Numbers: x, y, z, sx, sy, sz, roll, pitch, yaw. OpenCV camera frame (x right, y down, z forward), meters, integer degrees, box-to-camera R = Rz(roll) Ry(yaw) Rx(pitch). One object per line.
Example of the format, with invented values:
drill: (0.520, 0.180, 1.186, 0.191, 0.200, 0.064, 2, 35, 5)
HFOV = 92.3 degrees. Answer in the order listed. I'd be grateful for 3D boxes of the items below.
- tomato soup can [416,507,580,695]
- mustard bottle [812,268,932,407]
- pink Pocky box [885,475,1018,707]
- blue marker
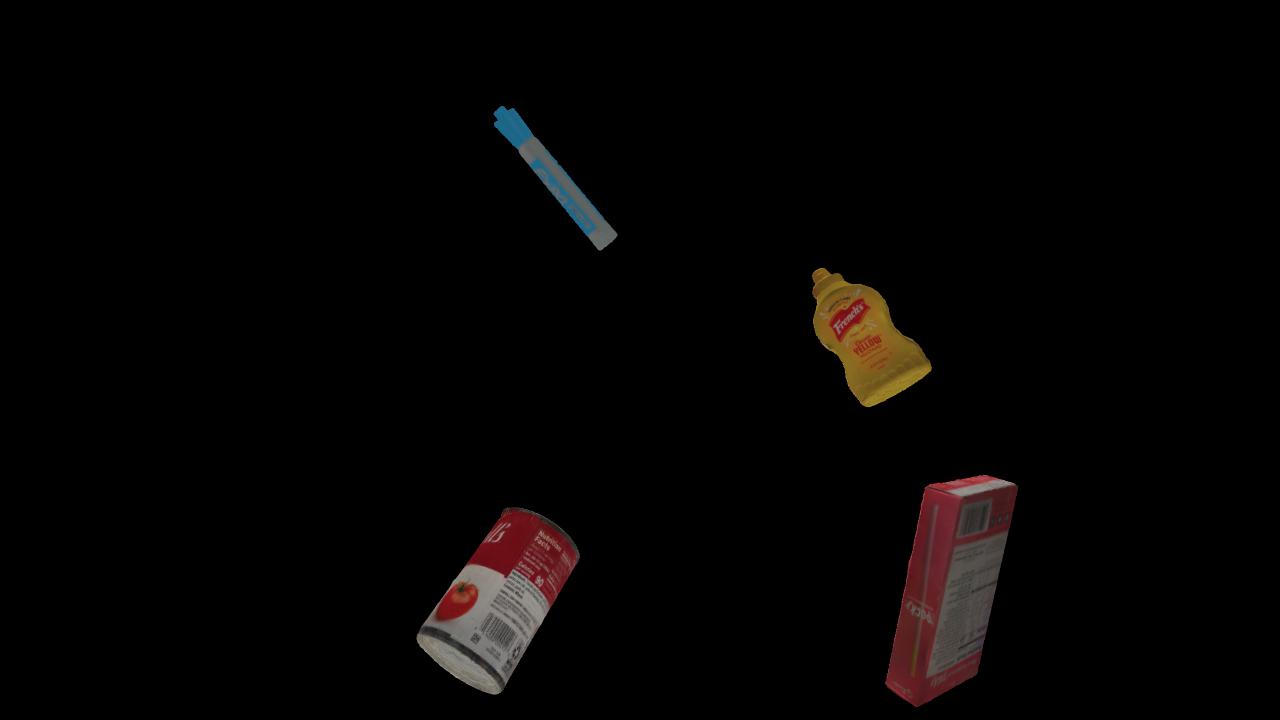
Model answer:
tomato soup can: (-0.094, 0.163, 0.421, 0.068, 0.068, 0.101, 0, 39, 32)
mustard bottle: (0.262, -0.041, 0.748, 0.092, 0.184, 0.054, -39, -31, 25)
pink Pocky box: (0.225, 0.162, 0.443, 0.084, 0.155, 0.029, 1, 10, -35)
blue marker: (-0.062, -0.132, 0.449, 0.020, 0.121, 0.020, -37, 16, 13)
